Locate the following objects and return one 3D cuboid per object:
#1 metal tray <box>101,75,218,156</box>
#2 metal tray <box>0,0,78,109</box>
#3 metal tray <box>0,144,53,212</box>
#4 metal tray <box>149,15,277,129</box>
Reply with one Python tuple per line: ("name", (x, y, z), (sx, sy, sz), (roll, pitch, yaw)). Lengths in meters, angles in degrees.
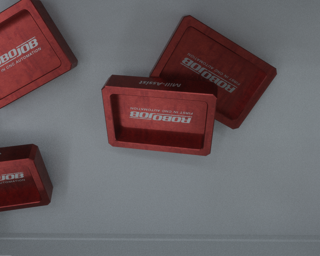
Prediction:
("metal tray", (0.000, -0.014, 0.379), (0.131, 0.030, 0.089), (5, 127, 7))
("metal tray", (-0.180, -0.084, 0.375), (0.130, 0.030, 0.090), (-26, 108, 9))
("metal tray", (-0.220, 0.071, 0.410), (0.131, 0.030, 0.089), (-7, 128, -6))
("metal tray", (0.063, -0.067, 0.384), (0.131, 0.030, 0.090), (28, 108, -10))
